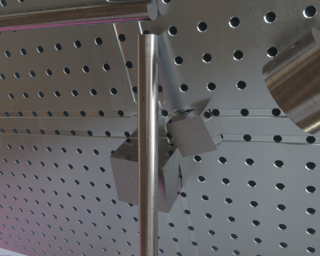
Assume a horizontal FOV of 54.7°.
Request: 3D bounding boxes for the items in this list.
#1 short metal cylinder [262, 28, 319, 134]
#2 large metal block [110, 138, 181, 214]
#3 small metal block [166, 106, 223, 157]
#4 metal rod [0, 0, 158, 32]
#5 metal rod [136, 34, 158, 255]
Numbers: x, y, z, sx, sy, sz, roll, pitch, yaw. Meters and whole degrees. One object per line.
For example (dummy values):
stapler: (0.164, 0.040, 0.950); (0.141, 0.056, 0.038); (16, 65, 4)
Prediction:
short metal cylinder: (0.139, -0.041, 0.277); (0.080, 0.080, 0.050); (46, 129, -5)
large metal block: (-0.018, 0.067, 0.445); (0.080, 0.050, 0.079); (8, 122, 23)
small metal block: (0.043, 0.005, 0.391); (0.050, 0.025, 0.050); (-16, 110, 34)
metal rod: (-0.144, -0.141, 0.397); (0.301, 0.025, 0.025); (5, 121, 25)
metal rod: (-0.015, 0.040, 0.382); (0.025, 0.025, 0.298); (5, 102, 25)
